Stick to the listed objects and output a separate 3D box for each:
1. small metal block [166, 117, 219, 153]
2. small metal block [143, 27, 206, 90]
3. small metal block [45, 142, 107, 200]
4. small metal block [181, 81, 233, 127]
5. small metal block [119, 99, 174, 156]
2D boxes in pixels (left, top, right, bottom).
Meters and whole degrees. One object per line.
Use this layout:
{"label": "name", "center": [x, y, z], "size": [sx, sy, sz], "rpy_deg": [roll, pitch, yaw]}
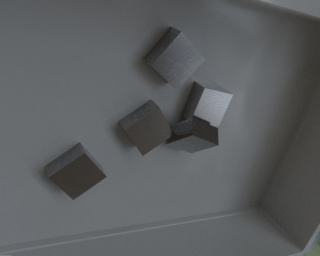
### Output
{"label": "small metal block", "center": [0.043, 0.011, 0.421], "size": [0.050, 0.025, 0.050], "rpy_deg": [21, 151, -36]}
{"label": "small metal block", "center": [0.017, -0.082, 0.367], "size": [0.050, 0.025, 0.050], "rpy_deg": [-48, 129, 5]}
{"label": "small metal block", "center": [-0.104, 0.054, 0.385], "size": [0.050, 0.025, 0.050], "rpy_deg": [-35, 129, -5]}
{"label": "small metal block", "center": [0.064, -0.032, 0.424], "size": [0.050, 0.025, 0.050], "rpy_deg": [7, 115, -32]}
{"label": "small metal block", "center": [-0.017, 0.000, 0.399], "size": [0.050, 0.025, 0.050], "rpy_deg": [-34, 129, -6]}
